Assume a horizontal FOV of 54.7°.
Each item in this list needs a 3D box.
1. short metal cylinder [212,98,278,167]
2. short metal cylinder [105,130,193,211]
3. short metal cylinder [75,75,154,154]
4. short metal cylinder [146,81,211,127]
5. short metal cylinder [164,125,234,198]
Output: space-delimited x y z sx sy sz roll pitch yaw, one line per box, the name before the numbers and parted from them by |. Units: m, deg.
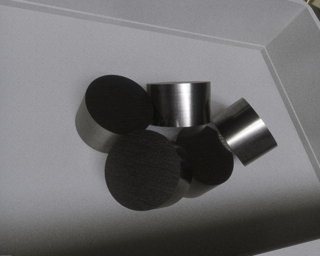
short metal cylinder | 0.114 0.006 0.421 0.080 0.050 0.080 53 10 -13
short metal cylinder | -0.010 0.045 0.328 0.080 0.080 0.050 66 12 18
short metal cylinder | -0.055 -0.016 0.368 0.081 0.050 0.080 14 56 -21
short metal cylinder | 0.024 -0.033 0.393 0.081 0.080 0.050 -8 102 -32
short metal cylinder | 0.044 0.042 0.388 0.081 0.050 0.080 14 56 -21
